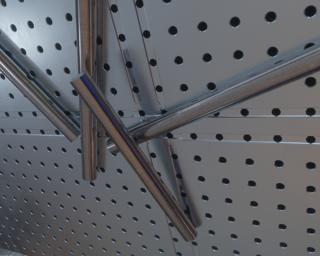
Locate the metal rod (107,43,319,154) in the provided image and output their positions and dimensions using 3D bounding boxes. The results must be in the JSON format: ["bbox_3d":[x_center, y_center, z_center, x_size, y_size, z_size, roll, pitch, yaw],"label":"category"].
[{"bbox_3d":[0.042,-0.021,0.375,0.299,0.025,0.025,-23,106,36],"label":"metal rod"}]

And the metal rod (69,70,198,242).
[{"bbox_3d":[-0.024,0.054,0.429,0.025,0.025,0.299,-15,119,34],"label":"metal rod"}]

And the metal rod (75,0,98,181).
[{"bbox_3d":[-0.101,-0.041,0.437,0.025,0.025,0.298,19,126,16],"label":"metal rod"}]

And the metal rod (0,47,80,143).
[{"bbox_3d":[-0.232,-0.094,0.472,0.300,0.025,0.025,46,129,-5],"label":"metal rod"}]
